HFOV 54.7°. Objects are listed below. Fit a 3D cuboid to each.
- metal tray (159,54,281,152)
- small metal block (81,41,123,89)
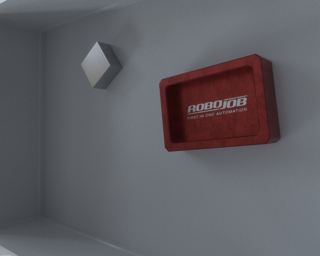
[{"bbox_3d":[0.061,-0.022,0.351,0.130,0.030,0.089,-8,85,39],"label":"metal tray"},{"bbox_3d":[-0.091,-0.096,0.479,0.050,0.025,0.050,-44,64,31],"label":"small metal block"}]
